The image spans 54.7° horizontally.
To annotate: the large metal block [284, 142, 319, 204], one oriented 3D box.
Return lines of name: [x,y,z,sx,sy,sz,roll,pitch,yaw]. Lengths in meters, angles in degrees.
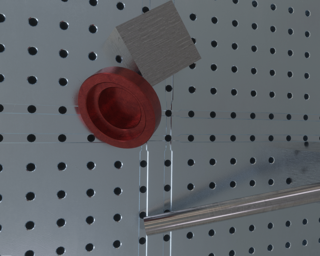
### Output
large metal block: [0.244,0.067,0.473,0.050,0.080,0.080,-14,95,-20]

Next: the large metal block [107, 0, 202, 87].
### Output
large metal block: [-0.008,-0.102,0.396,0.080,0.050,0.080,-32,101,-17]

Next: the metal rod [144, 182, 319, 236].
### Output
metal rod: [0.129,0.101,0.412,0.302,0.025,0.025,-11,94,-2]

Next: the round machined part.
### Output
round machined part: [-0.044,-0.027,0.368,0.098,0.098,0.042,52,36,-13]
